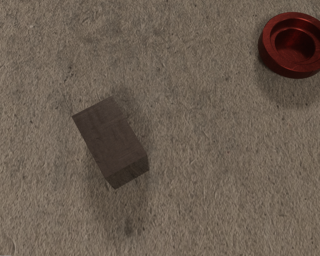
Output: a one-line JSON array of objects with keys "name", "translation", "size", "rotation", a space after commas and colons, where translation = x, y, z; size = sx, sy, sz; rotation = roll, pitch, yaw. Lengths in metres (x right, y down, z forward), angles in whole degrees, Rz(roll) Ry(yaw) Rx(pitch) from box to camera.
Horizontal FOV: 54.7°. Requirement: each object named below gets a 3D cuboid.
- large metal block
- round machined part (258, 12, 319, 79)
[{"name": "large metal block", "translation": [-0.056, 0.021, 0.371], "size": [0.050, 0.080, 0.080], "rotation": [-29, 73, -10]}, {"name": "round machined part", "translation": [0.189, -0.113, 0.443], "size": [0.099, 0.042, 0.098], "rotation": [0, 70, -1]}]
